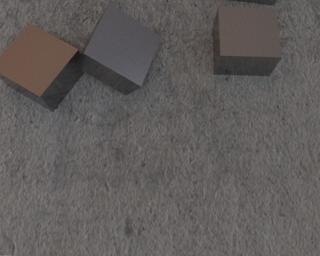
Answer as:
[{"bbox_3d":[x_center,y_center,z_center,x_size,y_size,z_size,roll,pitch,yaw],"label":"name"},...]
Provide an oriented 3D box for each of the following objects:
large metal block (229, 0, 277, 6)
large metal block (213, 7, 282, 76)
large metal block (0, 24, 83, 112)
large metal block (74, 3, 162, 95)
[{"bbox_3d":[0.149,-0.247,0.487,0.080,0.050,0.080,8,70,2],"label":"large metal block"},{"bbox_3d":[0.120,-0.122,0.441,0.081,0.050,0.080,2,70,0],"label":"large metal block"},{"bbox_3d":[-0.162,-0.081,0.423,0.080,0.050,0.080,29,72,10],"label":"large metal block"},{"bbox_3d":[-0.055,-0.102,0.414,0.080,0.050,0.080,28,70,-22],"label":"large metal block"}]
